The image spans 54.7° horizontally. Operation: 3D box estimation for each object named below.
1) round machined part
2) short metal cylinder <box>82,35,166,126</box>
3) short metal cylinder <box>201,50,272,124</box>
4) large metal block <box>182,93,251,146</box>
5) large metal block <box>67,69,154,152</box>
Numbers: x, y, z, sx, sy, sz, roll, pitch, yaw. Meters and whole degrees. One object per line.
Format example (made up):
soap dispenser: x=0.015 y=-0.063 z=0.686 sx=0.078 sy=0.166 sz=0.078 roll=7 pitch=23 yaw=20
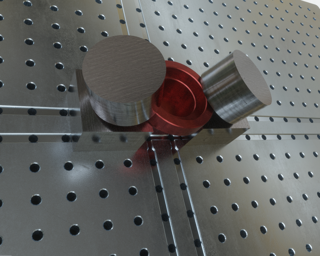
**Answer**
round machined part: x=0.014 y=-0.033 z=0.387 sx=0.099 sy=0.042 sz=0.098 roll=14 pitch=56 yaw=-21
short metal cylinder: x=-0.036 y=-0.048 z=0.321 sx=0.081 sy=0.050 sz=0.080 roll=2 pitch=65 yaw=-4
short metal cylinder: x=0.097 y=-0.052 z=0.395 sx=0.080 sy=0.050 sz=0.080 roll=31 pitch=42 yaw=-33
large metal block: x=0.070 y=-0.023 z=0.443 sx=0.081 sy=0.050 sz=0.080 roll=-1 pitch=62 yaw=-29
large metal block: x=-0.062 y=-0.019 z=0.370 sx=0.081 sy=0.050 sz=0.080 roll=1 pitch=62 yaw=-28
